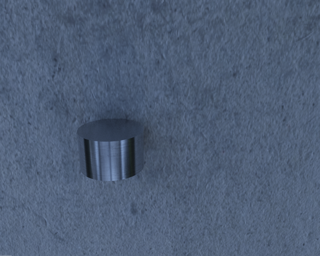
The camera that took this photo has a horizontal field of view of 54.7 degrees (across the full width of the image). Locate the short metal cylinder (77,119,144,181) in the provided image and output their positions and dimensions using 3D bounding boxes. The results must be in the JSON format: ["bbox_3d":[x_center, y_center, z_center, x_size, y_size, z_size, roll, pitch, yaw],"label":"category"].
[{"bbox_3d":[-0.061,0.025,0.389,0.081,0.080,0.050,0,110,-1],"label":"short metal cylinder"}]
